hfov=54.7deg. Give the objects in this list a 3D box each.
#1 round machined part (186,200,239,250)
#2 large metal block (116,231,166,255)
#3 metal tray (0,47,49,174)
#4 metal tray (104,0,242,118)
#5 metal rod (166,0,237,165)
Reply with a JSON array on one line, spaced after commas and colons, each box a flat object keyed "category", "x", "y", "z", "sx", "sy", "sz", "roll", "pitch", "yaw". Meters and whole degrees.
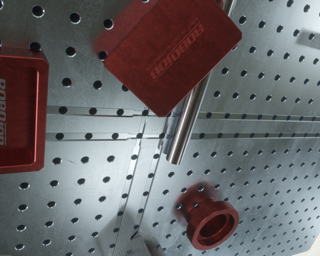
[{"category": "round machined part", "x": 0.090, "y": 0.168, "z": 0.556, "sx": 0.099, "sy": 0.042, "sz": 0.097, "roll": -14, "pitch": 125, "yaw": -21}, {"category": "large metal block", "x": -0.031, "y": 0.233, "z": 0.505, "sx": 0.080, "sy": 0.080, "sz": 0.050, "roll": -46, "pitch": 130, "yaw": 4}, {"category": "metal tray", "x": -0.164, "y": -0.014, "z": 0.310, "sx": 0.091, "sy": 0.030, "sz": 0.129, "roll": -2, "pitch": 119, "yaw": -28}, {"category": "metal tray", "x": 0.014, "y": -0.087, "z": 0.342, "sx": 0.130, "sy": 0.030, "sz": 0.090, "roll": -46, "pitch": 108, "yaw": 3}, {"category": "metal rod", "x": 0.058, "y": -0.084, "z": 0.392, "sx": 0.025, "sy": 0.025, "sz": 0.298, "roll": 1, "pitch": 118, "yaw": -30}]
